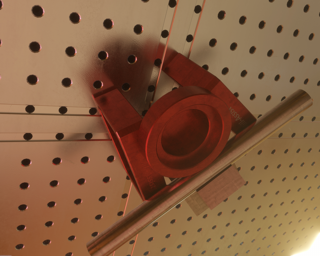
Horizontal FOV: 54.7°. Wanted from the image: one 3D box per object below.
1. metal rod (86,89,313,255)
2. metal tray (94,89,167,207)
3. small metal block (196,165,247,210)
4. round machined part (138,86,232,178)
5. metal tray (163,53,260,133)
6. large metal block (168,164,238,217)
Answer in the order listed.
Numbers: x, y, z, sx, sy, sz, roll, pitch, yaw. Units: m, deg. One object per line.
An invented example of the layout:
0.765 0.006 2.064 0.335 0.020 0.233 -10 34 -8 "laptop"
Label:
0.049 0.050 0.354 0.301 0.025 0.025 -35 129 -5 "metal rod"
-0.031 0.028 0.370 0.030 0.090 0.129 -26 128 -12 "metal tray"
0.070 0.069 0.372 0.050 0.050 0.025 -37 85 -4 "small metal block"
0.023 0.001 0.325 0.099 0.042 0.097 -14 125 -21 "round machined part"
0.071 -0.032 0.389 0.030 0.090 0.130 -49 129 7 "metal tray"
0.056 0.063 0.443 0.080 0.080 0.050 -36 129 -5 "large metal block"
